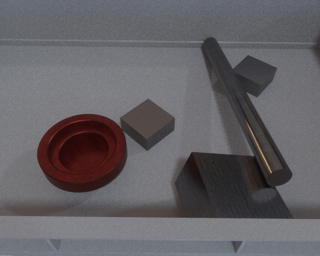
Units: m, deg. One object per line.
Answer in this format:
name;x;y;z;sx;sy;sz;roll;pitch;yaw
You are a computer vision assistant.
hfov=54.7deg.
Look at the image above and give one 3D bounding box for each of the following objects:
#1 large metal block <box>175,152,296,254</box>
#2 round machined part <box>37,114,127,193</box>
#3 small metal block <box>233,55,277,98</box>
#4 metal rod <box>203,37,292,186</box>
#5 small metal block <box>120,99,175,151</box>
large metal block;0.069;0.072;0.308;0.081;0.050;0.080;6;41;-22
round machined part;-0.088;0.033;0.365;0.099;0.042;0.098;0;50;0
small metal block;0.142;-0.080;0.474;0.050;0.025;0.050;33;57;24
metal rod;0.100;-0.047;0.412;0.025;0.025;0.300;-4;40;-4
small metal block;-0.016;-0.005;0.409;0.050;0.025;0.050;38;59;27
